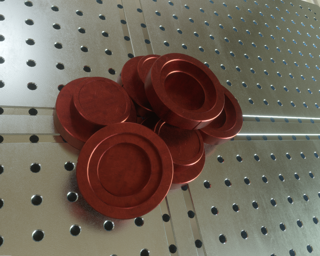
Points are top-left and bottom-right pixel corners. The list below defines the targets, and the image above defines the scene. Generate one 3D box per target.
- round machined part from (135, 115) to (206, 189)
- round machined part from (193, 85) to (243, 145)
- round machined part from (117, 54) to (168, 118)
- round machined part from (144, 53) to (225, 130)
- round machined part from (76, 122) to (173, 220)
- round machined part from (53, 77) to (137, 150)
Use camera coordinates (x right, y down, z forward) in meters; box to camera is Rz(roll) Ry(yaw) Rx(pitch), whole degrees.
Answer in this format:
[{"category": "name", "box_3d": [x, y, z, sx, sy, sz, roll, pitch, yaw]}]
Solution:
[{"category": "round machined part", "box_3d": [0.016, 0.023, 0.390, 0.099, 0.042, 0.098, 13, 56, -21]}, {"category": "round machined part", "box_3d": [0.065, -0.019, 0.443, 0.099, 0.042, 0.098, 13, 56, -21]}, {"category": "round machined part", "box_3d": [-0.007, -0.063, 0.432, 0.099, 0.042, 0.098, 13, 56, -21]}, {"category": "round machined part", "box_3d": [0.026, -0.040, 0.380, 0.099, 0.042, 0.098, 13, 56, -21]}, {"category": "round machined part", "box_3d": [-0.039, 0.044, 0.332, 0.099, 0.042, 0.098, 1, 84, -14]}, {"category": "round machined part", "box_3d": [-0.073, -0.022, 0.371, 0.099, 0.042, 0.098, 13, 56, -21]}]
